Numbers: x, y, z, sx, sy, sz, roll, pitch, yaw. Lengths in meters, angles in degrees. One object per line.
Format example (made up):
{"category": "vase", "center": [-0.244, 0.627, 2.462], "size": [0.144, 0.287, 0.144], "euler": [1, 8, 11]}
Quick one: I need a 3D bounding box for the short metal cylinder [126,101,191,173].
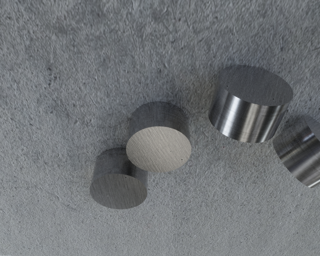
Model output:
{"category": "short metal cylinder", "center": [-0.001, 0.012, 0.401], "size": [0.081, 0.050, 0.079], "euler": [0, 130, 0]}

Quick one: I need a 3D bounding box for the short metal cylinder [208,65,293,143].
{"category": "short metal cylinder", "center": [0.099, -0.029, 0.347], "size": [0.081, 0.080, 0.050], "euler": [5, 130, -5]}

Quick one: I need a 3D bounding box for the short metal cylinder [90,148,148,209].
{"category": "short metal cylinder", "center": [-0.058, 0.075, 0.454], "size": [0.081, 0.050, 0.079], "euler": [0, 130, 0]}

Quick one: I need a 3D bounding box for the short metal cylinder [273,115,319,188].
{"category": "short metal cylinder", "center": [0.193, 0.030, 0.398], "size": [0.080, 0.080, 0.050], "euler": [30, 124, -23]}
